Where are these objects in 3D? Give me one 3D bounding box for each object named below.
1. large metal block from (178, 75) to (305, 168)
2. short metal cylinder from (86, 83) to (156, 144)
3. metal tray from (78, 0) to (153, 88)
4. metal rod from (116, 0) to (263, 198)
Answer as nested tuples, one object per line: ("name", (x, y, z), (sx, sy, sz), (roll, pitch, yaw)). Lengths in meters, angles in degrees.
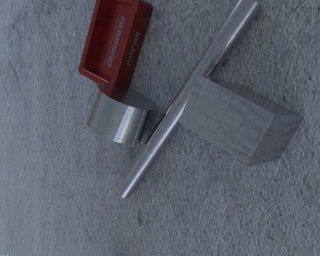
("large metal block", (0.080, -0.008, 0.303), (0.080, 0.081, 0.050), (36, 112, 34))
("short metal cylinder", (-0.052, -0.020, 0.412), (0.080, 0.081, 0.050), (36, 113, 34))
("metal tray", (-0.069, -0.129, 0.458), (0.090, 0.030, 0.129), (30, 109, 36))
("metal rod", (0.022, -0.021, 0.386), (0.025, 0.025, 0.298), (48, 118, 29))
